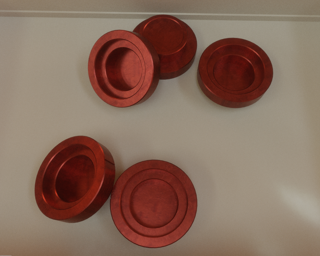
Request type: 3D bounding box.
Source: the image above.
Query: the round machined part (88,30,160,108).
[{"bbox_3d":[-0.043,-0.078,0.411,0.098,0.042,0.097,5,103,25],"label":"round machined part"}]

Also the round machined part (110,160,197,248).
[{"bbox_3d":[-0.007,0.090,0.368,0.099,0.042,0.098,0,70,-1],"label":"round machined part"}]

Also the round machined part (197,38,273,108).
[{"bbox_3d":[0.100,-0.072,0.428,0.099,0.042,0.098,0,70,-1],"label":"round machined part"}]

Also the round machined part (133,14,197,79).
[{"bbox_3d":[0.005,-0.123,0.446,0.099,0.042,0.098,0,70,-1],"label":"round machined part"}]

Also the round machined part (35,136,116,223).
[{"bbox_3d":[-0.094,0.062,0.364,0.098,0.042,0.098,-12,60,22],"label":"round machined part"}]
